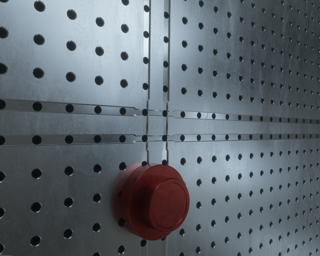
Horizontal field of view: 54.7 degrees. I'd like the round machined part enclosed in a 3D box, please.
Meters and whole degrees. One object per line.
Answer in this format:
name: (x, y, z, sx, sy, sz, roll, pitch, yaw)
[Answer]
round machined part: (0.000, 0.096, 0.401, 0.099, 0.042, 0.097, 0, 90, -40)
